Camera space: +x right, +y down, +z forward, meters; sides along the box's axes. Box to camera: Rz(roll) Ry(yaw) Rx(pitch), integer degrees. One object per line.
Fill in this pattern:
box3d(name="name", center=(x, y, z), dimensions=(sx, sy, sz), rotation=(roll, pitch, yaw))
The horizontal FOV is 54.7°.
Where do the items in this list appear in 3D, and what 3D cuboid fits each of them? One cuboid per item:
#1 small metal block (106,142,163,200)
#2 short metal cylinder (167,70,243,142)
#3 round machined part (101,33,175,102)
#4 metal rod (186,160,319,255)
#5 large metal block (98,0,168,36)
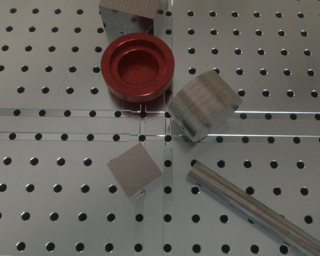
box3d(name="small metal block", center=(-0.031, 0.055, 0.391), dimensions=(0.050, 0.025, 0.050), rotation=(-33, 74, -12))
box3d(name="short metal cylinder", center=(0.057, -0.027, 0.393), dimensions=(0.080, 0.080, 0.050), rotation=(-35, 74, -12))
box3d(name="round machined part", center=(-0.030, -0.080, 0.432), dimensions=(0.099, 0.042, 0.098), rotation=(0, 70, -1))
box3d(name="metal rod", center=(0.164, 0.132, 0.365), dimensions=(0.301, 0.025, 0.025), rotation=(33, 73, 11))
box3d(name="large metal block", center=(-0.036, -0.188, 0.467), dimensions=(0.080, 0.050, 0.080), rotation=(16, 71, 5))
